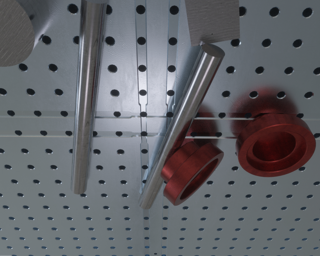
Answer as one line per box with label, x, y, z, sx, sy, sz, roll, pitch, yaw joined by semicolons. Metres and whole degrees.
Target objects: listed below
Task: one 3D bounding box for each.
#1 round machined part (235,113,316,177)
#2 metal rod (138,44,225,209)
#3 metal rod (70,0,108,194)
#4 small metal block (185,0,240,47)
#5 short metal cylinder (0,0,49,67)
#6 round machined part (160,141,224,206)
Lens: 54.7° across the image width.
round machined part;0.151;0.019;0.418;0.099;0.042;0.097;0;130;0
metal rod;0.015;0.023;0.416;0.025;0.025;0.298;12;134;-10
metal rod;-0.096;-0.016;0.396;0.025;0.025;0.298;10;130;-8
small metal block;0.053;-0.115;0.314;0.050;0.025;0.050;-8;130;7
short metal cylinder;-0.156;-0.107;0.302;0.081;0.050;0.079;0;130;0
round machined part;0.039;0.057;0.426;0.042;0.099;0.097;42;131;21
